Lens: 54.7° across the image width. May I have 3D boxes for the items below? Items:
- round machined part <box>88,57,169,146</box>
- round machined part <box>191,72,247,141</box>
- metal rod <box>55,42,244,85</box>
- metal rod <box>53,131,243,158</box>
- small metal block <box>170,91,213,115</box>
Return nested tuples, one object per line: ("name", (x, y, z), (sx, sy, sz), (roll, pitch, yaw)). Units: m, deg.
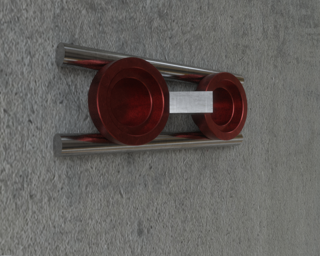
("round machined part", (-0.038, -0.029, 0.357), (0.099, 0.042, 0.097), (0, 90, -40))
("round machined part", (0.083, -0.031, 0.457), (0.099, 0.042, 0.097), (0, 90, -40))
("metal rod", (0.013, -0.076, 0.416), (0.302, 0.025, 0.025), (0, 90, -40))
("metal rod", (0.011, 0.017, 0.414), (0.302, 0.025, 0.025), (0, 90, -40))
("small metal block", (0.038, -0.030, 0.387), (0.050, 0.050, 0.025), (0, 90, 3))
